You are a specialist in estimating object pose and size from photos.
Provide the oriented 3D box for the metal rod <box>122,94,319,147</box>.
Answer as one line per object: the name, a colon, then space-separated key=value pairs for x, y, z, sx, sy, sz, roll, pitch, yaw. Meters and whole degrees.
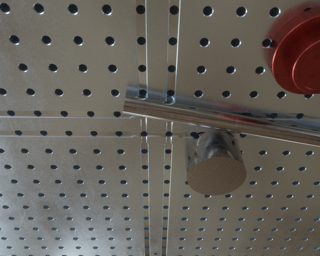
metal rod: x=0.103 y=-0.005 z=0.407 sx=0.302 sy=0.025 sz=0.025 roll=10 pitch=130 yaw=-9

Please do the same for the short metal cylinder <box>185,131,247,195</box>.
short metal cylinder: x=0.077 y=0.051 z=0.439 sx=0.081 sy=0.050 sz=0.079 roll=0 pitch=130 yaw=0

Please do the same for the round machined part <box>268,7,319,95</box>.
round machined part: x=0.173 y=-0.076 z=0.337 sx=0.099 sy=0.042 sz=0.097 roll=0 pitch=130 yaw=0
